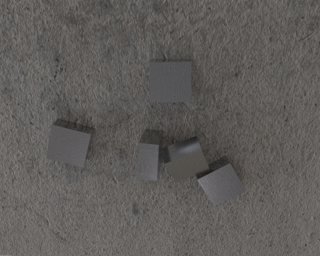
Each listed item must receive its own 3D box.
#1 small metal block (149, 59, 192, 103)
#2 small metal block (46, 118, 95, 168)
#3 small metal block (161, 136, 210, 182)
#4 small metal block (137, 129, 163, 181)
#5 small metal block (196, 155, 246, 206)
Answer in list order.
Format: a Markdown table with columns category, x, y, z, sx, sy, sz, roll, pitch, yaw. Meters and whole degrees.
| category | x | y | z | sx | sy | sz | roll | pitch | yaw |
| --- | --- | --- | --- | --- | --- | --- | --- | --- | --- |
| small metal block | 0.013 | -0.060 | 0.388 | 0.050 | 0.025 | 0.050 | -1 | 110 | 0 |
| small metal block | -0.120 | 0.020 | 0.416 | 0.050 | 0.025 | 0.050 | 15 | 109 | -6 |
| small metal block | 0.035 | 0.043 | 0.415 | 0.050 | 0.025 | 0.050 | -20 | 138 | 7 |
| small metal block | -0.012 | 0.034 | 0.408 | 0.025 | 0.050 | 0.050 | 5 | 110 | 5 |
| small metal block | 0.085 | 0.075 | 0.438 | 0.050 | 0.025 | 0.050 | -29 | 108 | 10 |
